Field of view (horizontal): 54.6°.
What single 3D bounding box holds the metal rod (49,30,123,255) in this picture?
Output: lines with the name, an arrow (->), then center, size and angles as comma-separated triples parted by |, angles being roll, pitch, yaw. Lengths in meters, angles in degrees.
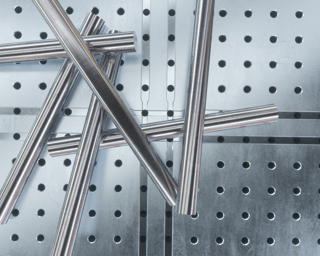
metal rod -> -0.087, 0.019, 0.386 | 0.025, 0.025, 0.299 | 12, 79, 0

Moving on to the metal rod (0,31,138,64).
metal rod -> -0.179, -0.096, 0.394 | 0.301, 0.025, 0.025 | -3, 90, 7

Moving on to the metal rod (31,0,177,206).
metal rod -> -0.057, -0.029, 0.376 | 0.025, 0.025, 0.299 | -32, 102, 0

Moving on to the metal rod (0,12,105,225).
metal rod -> -0.150, -0.013, 0.412 | 0.025, 0.025, 0.299 | 26, 90, 0

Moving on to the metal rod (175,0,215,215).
metal rod -> 0.047, -0.045, 0.393 | 0.025, 0.025, 0.299 | 6, 82, 0

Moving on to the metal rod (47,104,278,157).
metal rod -> 0.004, 0.003, 0.413 | 0.302, 0.025, 0.025 | -9, 90, 0
